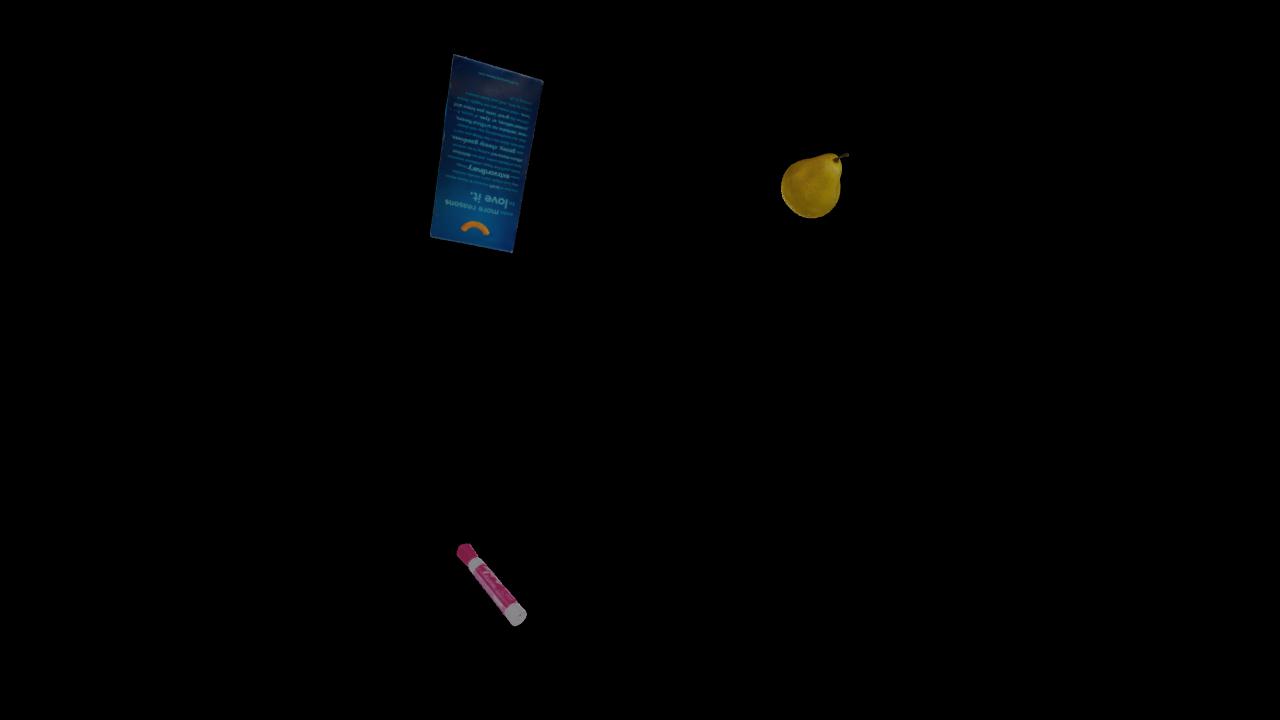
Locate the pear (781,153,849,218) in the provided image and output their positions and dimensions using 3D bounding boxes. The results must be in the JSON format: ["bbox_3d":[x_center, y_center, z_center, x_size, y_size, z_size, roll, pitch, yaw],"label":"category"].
[{"bbox_3d":[0.229,-0.237,0.794,0.080,0.080,0.111,0,-24,-6],"label":"pear"}]

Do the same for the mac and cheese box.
[{"bbox_3d":[-0.167,-0.216,0.661,0.093,0.184,0.041,8,21,-20],"label":"mac and cheese box"}]

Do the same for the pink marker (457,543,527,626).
[{"bbox_3d":[-0.165,0.242,0.674,0.121,0.020,0.020,33,21,36],"label":"pink marker"}]
